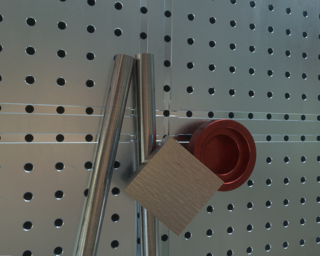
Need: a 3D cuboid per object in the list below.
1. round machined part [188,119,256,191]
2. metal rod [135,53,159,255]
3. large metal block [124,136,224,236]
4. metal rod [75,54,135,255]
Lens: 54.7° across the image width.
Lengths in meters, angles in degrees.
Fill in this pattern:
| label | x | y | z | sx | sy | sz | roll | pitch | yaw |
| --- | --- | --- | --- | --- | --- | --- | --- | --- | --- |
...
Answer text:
| label | x | y | z | sx | sy | sz | roll | pitch | yaw |
| --- | --- | --- | --- | --- | --- | --- | --- | --- | --- |
| round machined part | 0.082 | 0.037 | 0.435 | 0.099 | 0.042 | 0.097 | 0 | 90 | -20 |
| metal rod | -0.016 | 0.054 | 0.407 | 0.025 | 0.025 | 0.298 | -2 | 91 | -20 |
| large metal block | 0.015 | 0.065 | 0.372 | 0.080 | 0.050 | 0.080 | 41 | 88 | -4 |
| metal rod | -0.072 | 0.056 | 0.386 | 0.025 | 0.025 | 0.298 | 12 | 86 | -20 |
